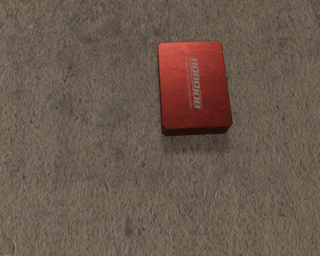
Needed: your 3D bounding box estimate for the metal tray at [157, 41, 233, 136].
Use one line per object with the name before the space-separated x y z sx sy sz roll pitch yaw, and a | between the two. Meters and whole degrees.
metal tray | 0.045 -0.056 0.427 0.091 0.030 0.130 -3 70 -2
